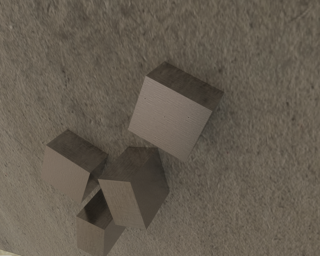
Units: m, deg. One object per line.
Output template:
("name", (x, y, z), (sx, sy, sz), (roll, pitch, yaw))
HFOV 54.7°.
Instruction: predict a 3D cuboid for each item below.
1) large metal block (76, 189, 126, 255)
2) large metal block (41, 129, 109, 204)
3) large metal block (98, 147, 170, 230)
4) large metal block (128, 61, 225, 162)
("large metal block", (-0.092, 0.154, 0.513), (0.050, 0.080, 0.079), (20, 126, 16))
("large metal block", (-0.139, 0.062, 0.500), (0.080, 0.050, 0.079), (31, 128, 8))
("large metal block", (-0.033, 0.082, 0.438), (0.050, 0.080, 0.080), (0, 118, 28))
("large metal block", (0.018, -0.019, 0.368), (0.080, 0.050, 0.079), (29, 128, 9))
